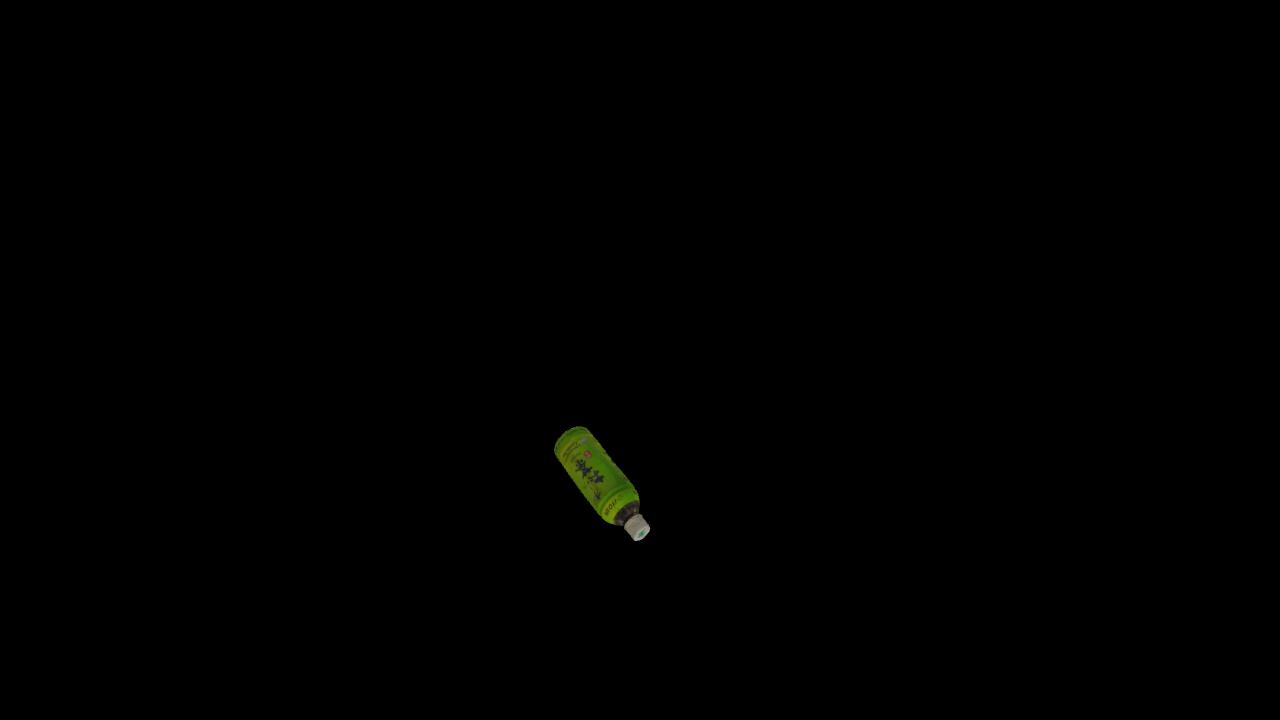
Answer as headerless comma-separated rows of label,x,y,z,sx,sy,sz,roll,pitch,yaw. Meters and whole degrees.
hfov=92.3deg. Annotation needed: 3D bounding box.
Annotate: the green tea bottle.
green tea bottle,-0.056,0.196,0.966,0.073,0.073,0.212,0,36,-46
